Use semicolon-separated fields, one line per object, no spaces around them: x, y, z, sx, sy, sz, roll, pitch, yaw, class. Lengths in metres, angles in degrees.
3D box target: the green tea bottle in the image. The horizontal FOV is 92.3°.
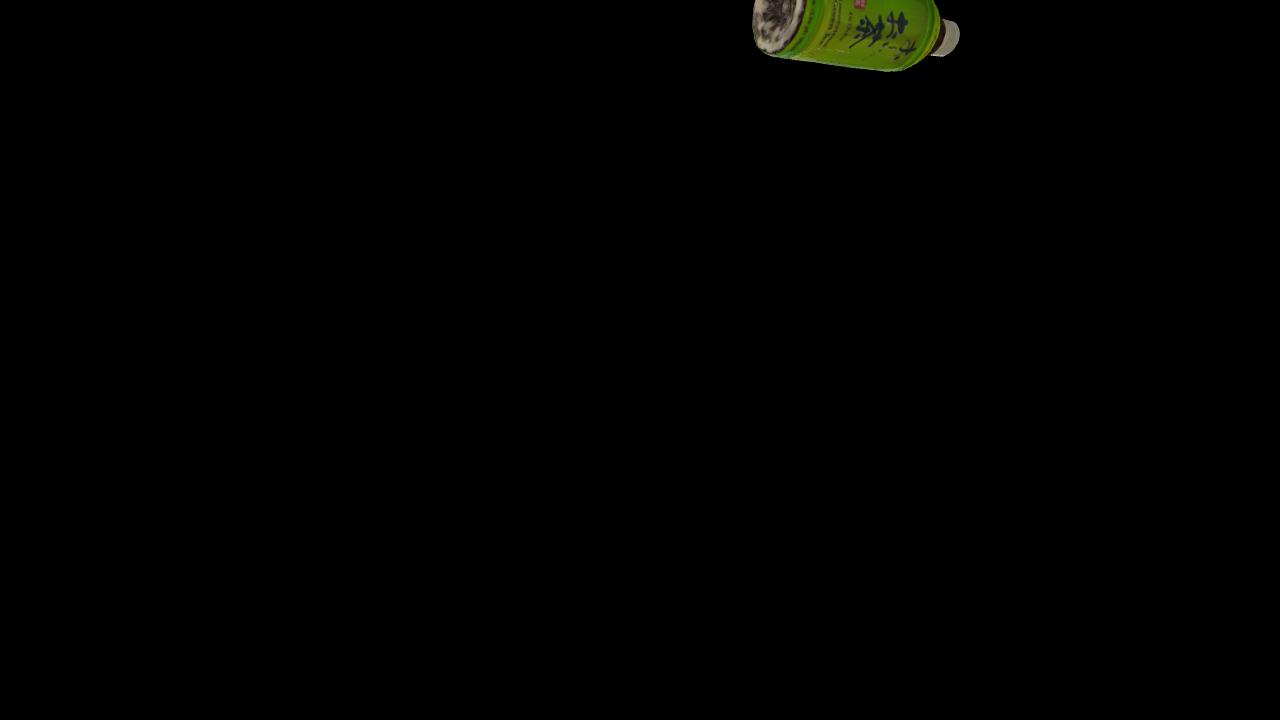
0.200;-0.295;0.542;0.212;0.073;0.073;-9;4;-29;green tea bottle
